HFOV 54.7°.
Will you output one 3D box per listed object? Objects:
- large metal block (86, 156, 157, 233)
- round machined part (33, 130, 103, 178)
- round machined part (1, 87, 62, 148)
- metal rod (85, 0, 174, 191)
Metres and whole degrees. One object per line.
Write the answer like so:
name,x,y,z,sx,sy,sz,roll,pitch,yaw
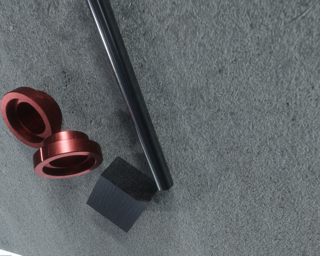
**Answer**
large metal block,-0.058,0.104,0.484,0.080,0.050,0.079,35,129,5
round machined part,-0.139,0.038,0.467,0.098,0.099,0.042,-39,58,39
round machined part,-0.194,-0.020,0.483,0.098,0.042,0.097,13,124,20
metal rod,-0.037,-0.046,0.396,0.025,0.025,0.298,-5,116,30
